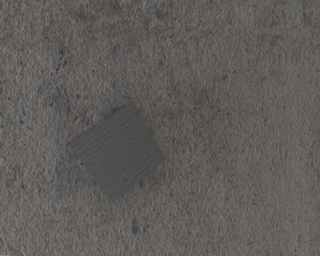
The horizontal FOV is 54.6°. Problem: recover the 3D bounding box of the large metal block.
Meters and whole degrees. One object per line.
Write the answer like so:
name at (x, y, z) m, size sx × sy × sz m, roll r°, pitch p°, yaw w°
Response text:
large metal block at (-0.053, 0.028, 0.376) m, size 0.080 × 0.050 × 0.080 m, roll -38°, pitch 102°, yaw -16°
